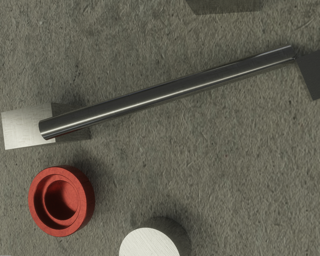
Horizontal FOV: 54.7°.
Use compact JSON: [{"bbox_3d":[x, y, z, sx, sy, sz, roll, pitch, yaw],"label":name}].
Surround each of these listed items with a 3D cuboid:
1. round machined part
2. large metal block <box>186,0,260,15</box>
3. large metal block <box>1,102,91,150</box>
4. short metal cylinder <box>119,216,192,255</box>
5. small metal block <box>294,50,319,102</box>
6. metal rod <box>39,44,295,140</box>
[{"bbox_3d":[-0.136,0.102,0.446,0.098,0.042,0.097,0,90,19],"label":"round machined part"},{"bbox_3d":[0.078,-0.185,0.368,0.080,0.050,0.079,3,91,19],"label":"large metal block"},{"bbox_3d":[-0.156,-0.002,0.433,0.080,0.080,0.050,-9,87,19],"label":"large metal block"},{"bbox_3d":[-0.005,0.160,0.397,0.080,0.050,0.079,0,90,19],"label":"short metal cylinder"},{"bbox_3d":[0.185,-0.062,0.344,0.050,0.025,0.050,-21,83,18],"label":"small metal block"},{"bbox_3d":[0.006,-0.041,0.363,0.301,0.025,0.025,-17,84,2],"label":"metal rod"}]
